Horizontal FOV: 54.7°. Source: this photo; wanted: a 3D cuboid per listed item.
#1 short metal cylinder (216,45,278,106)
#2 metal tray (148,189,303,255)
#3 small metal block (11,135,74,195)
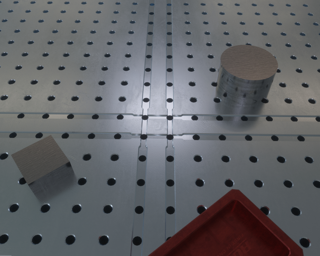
[{"bbox_3d":[0.126,-0.079,0.458,0.081,0.050,0.080,0,50,0],"label":"short metal cylinder"},{"bbox_3d":[0.058,0.130,0.295,0.131,0.030,0.090,-31,57,-24],"label":"metal tray"},{"bbox_3d":[-0.140,0.043,0.370,0.050,0.025,0.050,-31,57,-23],"label":"small metal block"}]
